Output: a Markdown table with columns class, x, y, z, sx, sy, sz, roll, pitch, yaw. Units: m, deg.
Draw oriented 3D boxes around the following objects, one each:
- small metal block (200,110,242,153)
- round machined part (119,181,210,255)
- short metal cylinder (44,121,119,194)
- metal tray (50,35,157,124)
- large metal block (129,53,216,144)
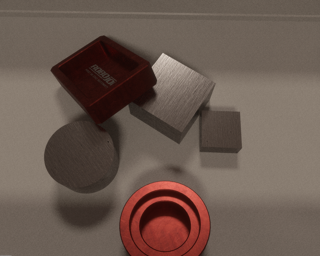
| class | x | y | z | sx | sy | sz | roll | pitch | yaw |
| --- | --- | --- | --- | --- | --- | --- | --- | --- | --- |
| small metal block | 0.079 | 0.005 | 0.409 | 0.050 | 0.025 | 0.050 | 2 | 70 | 0 |
| round machined part | 0.006 | 0.114 | 0.352 | 0.099 | 0.042 | 0.098 | -1 | 57 | 2 |
| short metal cylinder | -0.094 | 0.037 | 0.382 | 0.081 | 0.050 | 0.080 | 0 | 70 | 0 |
| metal tray | -0.076 | -0.068 | 0.398 | 0.090 | 0.030 | 0.130 | -38 | 45 | -13 |
| large metal block | 0.015 | -0.038 | 0.411 | 0.080 | 0.050 | 0.080 | 32 | 73 | 10 |
